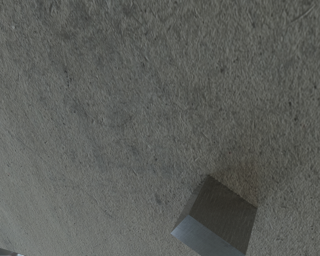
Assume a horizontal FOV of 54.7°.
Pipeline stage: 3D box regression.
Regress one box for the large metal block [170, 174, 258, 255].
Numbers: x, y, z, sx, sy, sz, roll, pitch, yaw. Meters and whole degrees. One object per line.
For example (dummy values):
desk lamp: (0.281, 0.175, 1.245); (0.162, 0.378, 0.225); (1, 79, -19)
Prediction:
large metal block: (0.073, 0.122, 0.408); (0.080, 0.080, 0.050); (35, 129, 5)
